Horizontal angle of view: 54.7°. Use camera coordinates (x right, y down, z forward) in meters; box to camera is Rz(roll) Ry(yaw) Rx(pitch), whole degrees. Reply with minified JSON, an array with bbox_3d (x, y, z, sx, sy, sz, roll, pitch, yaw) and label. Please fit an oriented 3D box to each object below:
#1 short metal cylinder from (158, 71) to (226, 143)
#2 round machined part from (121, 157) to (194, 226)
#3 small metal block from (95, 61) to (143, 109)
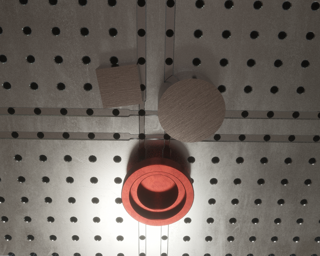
[{"bbox_3d":[0.037,-0.028,0.390,0.081,0.050,0.079,0,110,0],"label":"short metal cylinder"},{"bbox_3d":[-0.003,0.085,0.436,0.099,0.042,0.097,0,110,-1],"label":"round machined part"},{"bbox_3d":[-0.050,-0.055,0.393,0.050,0.025,0.050,-7,110,2],"label":"small metal block"}]
